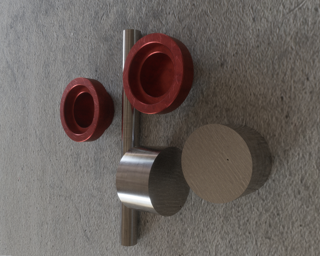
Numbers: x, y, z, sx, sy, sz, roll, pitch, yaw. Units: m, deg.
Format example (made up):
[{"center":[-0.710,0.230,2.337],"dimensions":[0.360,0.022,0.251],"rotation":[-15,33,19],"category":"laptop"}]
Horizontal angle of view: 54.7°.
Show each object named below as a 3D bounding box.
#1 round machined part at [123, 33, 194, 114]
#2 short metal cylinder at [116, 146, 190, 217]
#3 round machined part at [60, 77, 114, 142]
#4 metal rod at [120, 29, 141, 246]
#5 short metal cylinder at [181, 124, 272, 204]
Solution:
[{"center":[0.002,-0.066,0.390],"dimensions":[0.098,0.042,0.097],"rotation":[0,90,39],"category":"round machined part"},{"center":[-0.006,0.061,0.372],"dimensions":[0.050,0.081,0.079],"rotation":[-1,90,40],"category":"short metal cylinder"},{"center":[-0.109,-0.028,0.481],"dimensions":[0.098,0.042,0.097],"rotation":[0,90,39],"category":"round machined part"},{"center":[-0.042,0.014,0.437],"dimensions":[0.025,0.025,0.298],"rotation":[2,91,39],"category":"metal rod"},{"center":[0.070,0.035,0.330],"dimensions":[0.080,0.050,0.079],"rotation":[0,90,39],"category":"short metal cylinder"}]
